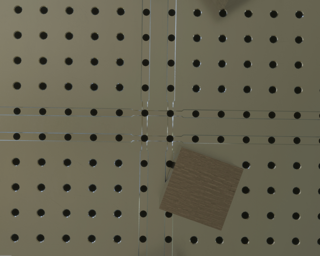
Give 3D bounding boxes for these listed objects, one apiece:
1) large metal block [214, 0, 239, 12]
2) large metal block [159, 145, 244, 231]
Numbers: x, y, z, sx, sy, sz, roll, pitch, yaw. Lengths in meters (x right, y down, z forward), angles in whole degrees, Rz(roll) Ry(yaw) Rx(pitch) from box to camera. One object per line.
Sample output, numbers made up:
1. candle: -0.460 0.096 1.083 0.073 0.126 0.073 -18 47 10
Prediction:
1. large metal block: 0.096 -0.215 0.401 0.080 0.050 0.080 -35 90 0
2. large metal block: 0.050 0.074 0.401 0.080 0.050 0.080 20 90 0
